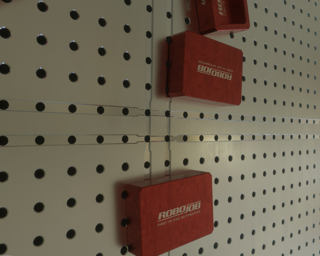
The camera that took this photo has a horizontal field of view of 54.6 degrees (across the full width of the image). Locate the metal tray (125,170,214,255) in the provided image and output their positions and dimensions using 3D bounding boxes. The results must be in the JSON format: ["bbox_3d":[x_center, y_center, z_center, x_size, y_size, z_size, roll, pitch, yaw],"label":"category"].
[{"bbox_3d":[0.018,0.112,0.420,0.131,0.030,0.090,-4,93,-40],"label":"metal tray"}]

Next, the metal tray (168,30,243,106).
[{"bbox_3d":[0.072,-0.084,0.465,0.131,0.030,0.090,5,87,-40],"label":"metal tray"}]

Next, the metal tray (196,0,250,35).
[{"bbox_3d":[0.095,-0.215,0.482,0.091,0.030,0.129,-17,101,-39],"label":"metal tray"}]
